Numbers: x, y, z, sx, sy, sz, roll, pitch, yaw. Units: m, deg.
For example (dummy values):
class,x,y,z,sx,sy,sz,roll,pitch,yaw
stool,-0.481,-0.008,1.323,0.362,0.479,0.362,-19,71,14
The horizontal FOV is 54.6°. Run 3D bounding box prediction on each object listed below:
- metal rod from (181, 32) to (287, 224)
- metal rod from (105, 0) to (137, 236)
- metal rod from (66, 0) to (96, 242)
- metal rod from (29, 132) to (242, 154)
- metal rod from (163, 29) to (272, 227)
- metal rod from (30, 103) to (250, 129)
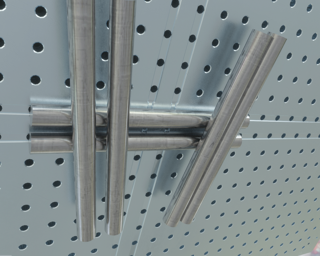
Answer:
class,x,y,z,sx,sy,sz,roll,pitch,yaw
metal rod,0.093,0.014,0.438,0.025,0.025,0.298,9,114,-32
metal rod,-0.049,0.010,0.358,0.025,0.025,0.298,-8,122,-24
metal rod,-0.083,0.012,0.341,0.025,0.025,0.298,-8,122,-24
metal rod,-0.012,0.018,0.416,0.302,0.025,0.025,1,118,-29
metal rod,0.070,0.014,0.426,0.025,0.025,0.298,9,114,-32
metal rod,-0.004,-0.012,0.401,0.302,0.025,0.025,1,118,-29
